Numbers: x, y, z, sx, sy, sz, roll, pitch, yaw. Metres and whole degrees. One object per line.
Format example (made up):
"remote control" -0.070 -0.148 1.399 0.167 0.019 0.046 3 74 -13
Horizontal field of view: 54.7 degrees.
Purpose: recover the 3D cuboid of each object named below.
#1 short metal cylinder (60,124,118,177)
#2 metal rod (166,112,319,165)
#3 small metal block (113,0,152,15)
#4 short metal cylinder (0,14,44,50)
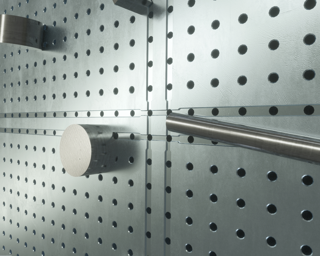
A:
"short metal cylinder" -0.113 0.034 0.486 0.080 0.050 0.080 0 90 40
"metal rod" 0.129 0.018 0.302 0.300 0.025 0.025 13 98 39
"small metal block" -0.046 -0.192 0.431 0.025 0.050 0.050 -38 67 34
"short metal cylinder" -0.268 -0.182 0.595 0.080 0.081 0.050 13 98 39
